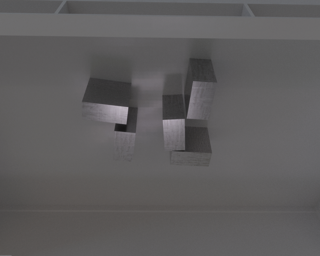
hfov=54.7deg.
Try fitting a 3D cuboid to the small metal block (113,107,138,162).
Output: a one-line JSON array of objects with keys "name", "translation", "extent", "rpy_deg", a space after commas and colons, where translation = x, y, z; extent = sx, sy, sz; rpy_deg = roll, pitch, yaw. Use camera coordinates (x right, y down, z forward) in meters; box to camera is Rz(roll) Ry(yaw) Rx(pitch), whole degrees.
[{"name": "small metal block", "translation": [-0.044, 0.007, 0.398], "extent": [0.025, 0.050, 0.050], "rpy_deg": [6, 130, -5]}]

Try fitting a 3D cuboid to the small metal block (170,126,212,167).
[{"name": "small metal block", "translation": [0.039, 0.023, 0.413], "extent": [0.050, 0.050, 0.025], "rpy_deg": [4, 130, -3]}]

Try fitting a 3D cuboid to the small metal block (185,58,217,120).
[{"name": "small metal block", "translation": [0.045, -0.045, 0.355], "extent": [0.025, 0.050, 0.050], "rpy_deg": [3, 130, -3]}]

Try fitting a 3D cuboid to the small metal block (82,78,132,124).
[{"name": "small metal block", "translation": [-0.062, -0.032, 0.364], "extent": [0.050, 0.050, 0.025], "rpy_deg": [7, 130, -6]}]

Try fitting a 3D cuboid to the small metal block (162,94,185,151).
[{"name": "small metal block", "translation": [0.017, -0.007, 0.387], "extent": [0.025, 0.050, 0.050], "rpy_deg": [-3, 130, 2]}]
